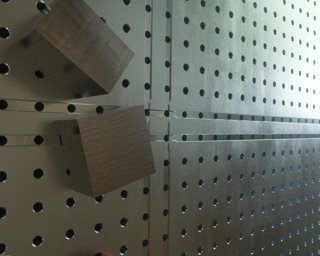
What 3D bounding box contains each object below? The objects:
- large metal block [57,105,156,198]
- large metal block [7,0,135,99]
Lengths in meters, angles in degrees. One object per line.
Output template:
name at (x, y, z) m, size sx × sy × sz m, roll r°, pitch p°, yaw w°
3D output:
large metal block at (-0.058, 0.022, 0.344) m, size 0.081 × 0.050 × 0.079 m, roll -17°, pitch 101°, yaw -39°
large metal block at (-0.086, -0.074, 0.301) m, size 0.080 × 0.080 × 0.050 m, roll 42°, pitch 64°, yaw -32°
